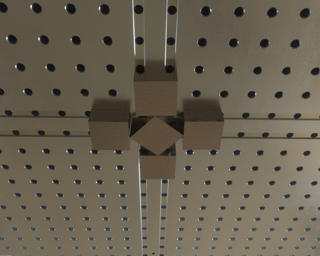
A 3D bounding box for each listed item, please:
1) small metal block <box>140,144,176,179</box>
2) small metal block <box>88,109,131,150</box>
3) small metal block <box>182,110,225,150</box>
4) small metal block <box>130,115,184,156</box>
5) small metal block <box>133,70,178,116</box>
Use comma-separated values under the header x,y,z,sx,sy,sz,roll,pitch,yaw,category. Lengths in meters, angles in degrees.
x,y,z,sx,sy,sz,roll,pitch,yaw,category
-0.003,0.049,0.453,0.050,0.025,0.050,0,130,-1,small metal block
-0.065,0.003,0.413,0.050,0.025,0.050,1,130,-2,small metal block
0.056,0.003,0.415,0.050,0.025,0.050,0,130,0,small metal block
-0.004,0.004,0.414,0.050,0.025,0.050,35,122,-26,small metal block
-0.005,-0.042,0.376,0.050,0.025,0.050,-1,130,0,small metal block
